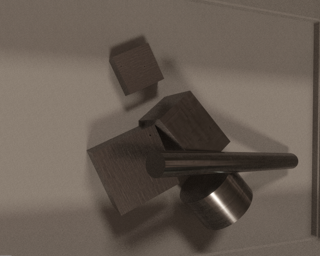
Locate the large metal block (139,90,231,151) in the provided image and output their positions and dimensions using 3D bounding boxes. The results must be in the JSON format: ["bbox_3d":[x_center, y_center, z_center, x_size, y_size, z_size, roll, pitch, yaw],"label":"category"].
[{"bbox_3d":[0.028,0.003,0.393,0.050,0.080,0.080,-44,104,-15],"label":"large metal block"}]

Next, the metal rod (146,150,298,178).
[{"bbox_3d":[0.101,0.042,0.384,0.302,0.025,0.025,5,88,-45],"label":"metal rod"}]

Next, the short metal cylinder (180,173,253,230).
[{"bbox_3d":[0.074,0.086,0.410,0.080,0.080,0.050,-43,104,-15],"label":"short metal cylinder"}]

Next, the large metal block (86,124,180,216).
[{"bbox_3d":[-0.034,0.048,0.386,0.081,0.050,0.080,-26,99,-18],"label":"large metal block"}]

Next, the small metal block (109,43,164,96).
[{"bbox_3d":[-0.030,-0.075,0.400,0.050,0.025,0.050,-27,99,-18],"label":"small metal block"}]
